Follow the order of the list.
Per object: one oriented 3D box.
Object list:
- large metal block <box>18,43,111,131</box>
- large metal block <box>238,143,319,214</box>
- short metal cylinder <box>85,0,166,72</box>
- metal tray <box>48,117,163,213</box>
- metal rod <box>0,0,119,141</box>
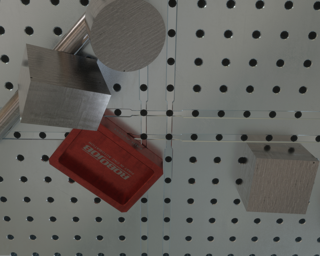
[{"bbox_3d":[-0.110,-0.045,0.347,0.081,0.080,0.050,7,125,-32],"label":"large metal block"},{"bbox_3d":[0.159,0.069,0.427,0.081,0.050,0.079,3,110,-2],"label":"large metal block"},{"bbox_3d":[-0.040,-0.110,0.344,0.081,0.050,0.079,-11,129,-13],"label":"short metal cylinder"},{"bbox_3d":[-0.071,0.047,0.427,0.130,0.030,0.090,38,106,-13],"label":"metal tray"},{"bbox_3d":[-0.132,-0.078,0.383,0.299,0.025,0.025,-43,105,14],"label":"metal rod"}]
